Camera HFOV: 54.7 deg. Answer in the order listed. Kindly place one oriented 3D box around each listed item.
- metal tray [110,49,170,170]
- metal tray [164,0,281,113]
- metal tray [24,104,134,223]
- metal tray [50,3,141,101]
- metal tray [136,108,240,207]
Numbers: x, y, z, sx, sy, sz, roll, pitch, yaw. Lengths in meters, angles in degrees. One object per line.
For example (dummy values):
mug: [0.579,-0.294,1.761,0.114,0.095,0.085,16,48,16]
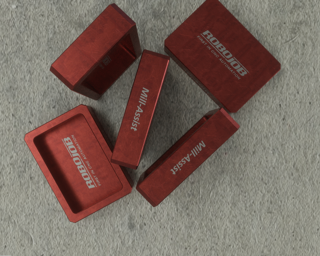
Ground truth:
metal tray: [-0.022,-0.021,0.378,0.030,0.090,0.129,17,90,0]
metal tray: [0.080,-0.094,0.410,0.090,0.030,0.130,-44,91,0]
metal tray: [-0.104,0.045,0.407,0.090,0.030,0.130,-29,90,-1]
metal tray: [-0.065,-0.079,0.358,0.030,0.130,0.090,44,90,-1]
metal tray: [0.030,0.032,0.379,0.130,0.090,0.030,-43,90,0]
